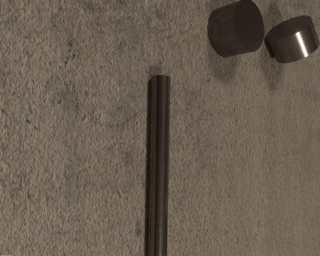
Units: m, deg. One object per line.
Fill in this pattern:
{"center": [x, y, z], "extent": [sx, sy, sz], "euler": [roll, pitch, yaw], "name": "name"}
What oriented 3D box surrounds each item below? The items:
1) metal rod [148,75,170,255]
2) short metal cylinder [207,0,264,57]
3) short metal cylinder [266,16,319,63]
{"center": [-0.002, 0.082, 0.405], "extent": [0.025, 0.025, 0.298], "euler": [2, 89, -40], "name": "metal rod"}
{"center": [0.121, -0.157, 0.493], "extent": [0.081, 0.050, 0.079], "euler": [0, 90, -40], "name": "short metal cylinder"}
{"center": [0.249, -0.166, 0.581], "extent": [0.080, 0.080, 0.050], "euler": [-50, 120, -28], "name": "short metal cylinder"}
